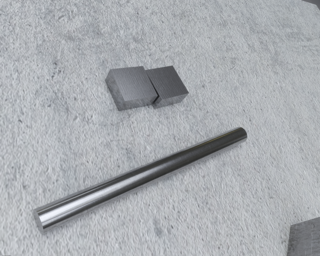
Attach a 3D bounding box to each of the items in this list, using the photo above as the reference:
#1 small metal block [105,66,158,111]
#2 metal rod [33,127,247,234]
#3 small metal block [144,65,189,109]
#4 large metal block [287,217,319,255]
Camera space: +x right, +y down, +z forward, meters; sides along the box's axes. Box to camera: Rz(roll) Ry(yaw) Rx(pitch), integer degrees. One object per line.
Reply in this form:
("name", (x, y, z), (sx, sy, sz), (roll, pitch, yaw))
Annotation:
("small metal block", (-0.039, -0.054, 0.417), (0.050, 0.025, 0.050), (-14, 69, -34))
("metal rod", (0.003, 0.049, 0.377), (0.302, 0.025, 0.025), (-18, 72, -35))
("small metal block", (0.005, -0.059, 0.444), (0.050, 0.025, 0.050), (-17, 71, -35))
("large metal block", (0.226, 0.158, 0.396), (0.080, 0.080, 0.050), (33, 51, -7))
